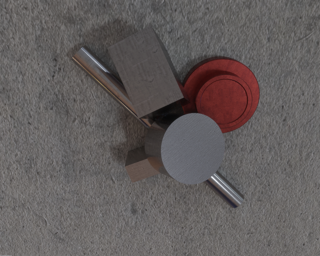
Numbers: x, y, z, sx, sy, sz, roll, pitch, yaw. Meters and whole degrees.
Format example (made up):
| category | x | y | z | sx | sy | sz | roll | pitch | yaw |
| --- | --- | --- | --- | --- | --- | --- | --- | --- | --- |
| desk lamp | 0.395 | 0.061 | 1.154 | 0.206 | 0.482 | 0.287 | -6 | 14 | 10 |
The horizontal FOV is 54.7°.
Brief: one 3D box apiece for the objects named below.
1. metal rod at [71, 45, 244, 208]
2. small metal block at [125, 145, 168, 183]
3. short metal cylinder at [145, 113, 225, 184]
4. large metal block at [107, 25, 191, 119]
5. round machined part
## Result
| category | x | y | z | sx | sy | sz | roll | pitch | yaw |
| --- | --- | --- | --- | --- | --- | --- | --- | --- | --- |
| metal rod | 0.007 | 0.007 | 0.414 | 0.025 | 0.025 | 0.300 | -43 | 105 | 14 |
| small metal block | -0.017 | 0.043 | 0.414 | 0.050 | 0.050 | 0.025 | -20 | 108 | 6 |
| short metal cylinder | 0.028 | 0.022 | 0.366 | 0.081 | 0.050 | 0.079 | -1 | 93 | -23 |
| large metal block | -0.008 | -0.057 | 0.349 | 0.050 | 0.080 | 0.080 | -25 | 86 | 10 |
| round machined part | 0.076 | -0.038 | 0.388 | 0.099 | 0.042 | 0.097 | 0 | 110 | -1 |
